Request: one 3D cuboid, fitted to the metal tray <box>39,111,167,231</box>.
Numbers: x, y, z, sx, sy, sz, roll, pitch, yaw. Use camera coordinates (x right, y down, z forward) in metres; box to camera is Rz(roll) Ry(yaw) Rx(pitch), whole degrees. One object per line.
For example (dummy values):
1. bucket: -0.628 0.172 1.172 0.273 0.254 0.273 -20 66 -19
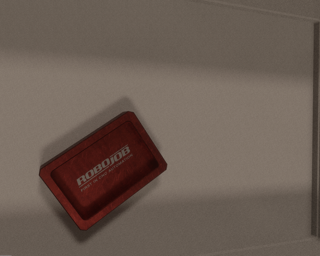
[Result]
1. metal tray: -0.067 0.049 0.383 0.131 0.030 0.090 -35 102 -17
